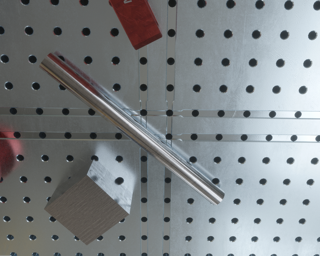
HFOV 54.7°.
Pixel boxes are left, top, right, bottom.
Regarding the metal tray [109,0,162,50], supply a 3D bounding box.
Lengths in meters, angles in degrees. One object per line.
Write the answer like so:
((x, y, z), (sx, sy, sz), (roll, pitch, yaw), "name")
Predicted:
((-0.040, -0.151, 0.322), (0.030, 0.090, 0.130), (-25, 108, 9), "metal tray")

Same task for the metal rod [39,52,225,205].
((-0.028, 0.009, 0.416), (0.301, 0.025, 0.025), (40, 105, -14), "metal rod")

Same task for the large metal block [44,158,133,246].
((-0.098, 0.103, 0.437), (0.080, 0.050, 0.080), (-39, 106, 13), "large metal block")
